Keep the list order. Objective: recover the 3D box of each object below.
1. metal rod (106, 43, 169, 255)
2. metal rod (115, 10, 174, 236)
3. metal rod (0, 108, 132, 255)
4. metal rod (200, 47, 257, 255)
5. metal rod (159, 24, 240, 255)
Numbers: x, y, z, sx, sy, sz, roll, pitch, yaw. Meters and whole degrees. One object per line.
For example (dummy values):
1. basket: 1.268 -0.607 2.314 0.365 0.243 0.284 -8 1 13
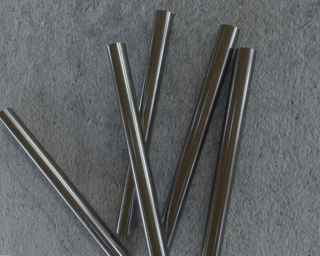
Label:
1. metal rod: -0.026 0.040 0.390 0.025 0.025 0.298 -13 86 19
2. metal rod: -0.021 -0.004 0.416 0.025 0.025 0.298 12 94 19
3. metal rod: -0.147 0.082 0.460 0.300 0.025 0.025 46 104 14
4. metal rod: 0.080 0.053 0.380 0.025 0.025 0.298 10 93 19
5. metal rod: 0.043 0.020 0.393 0.025 0.025 0.298 19 96 19
